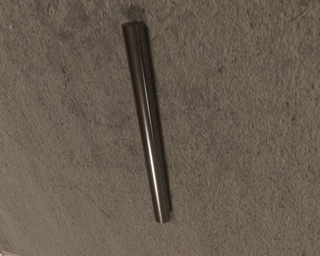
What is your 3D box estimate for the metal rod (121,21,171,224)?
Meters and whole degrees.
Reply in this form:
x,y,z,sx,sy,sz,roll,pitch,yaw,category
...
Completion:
x,y,z,sx,sy,sz,roll,pitch,yaw,category
-0.013,0.012,0.419,0.025,0.025,0.298,6,121,24,metal rod
